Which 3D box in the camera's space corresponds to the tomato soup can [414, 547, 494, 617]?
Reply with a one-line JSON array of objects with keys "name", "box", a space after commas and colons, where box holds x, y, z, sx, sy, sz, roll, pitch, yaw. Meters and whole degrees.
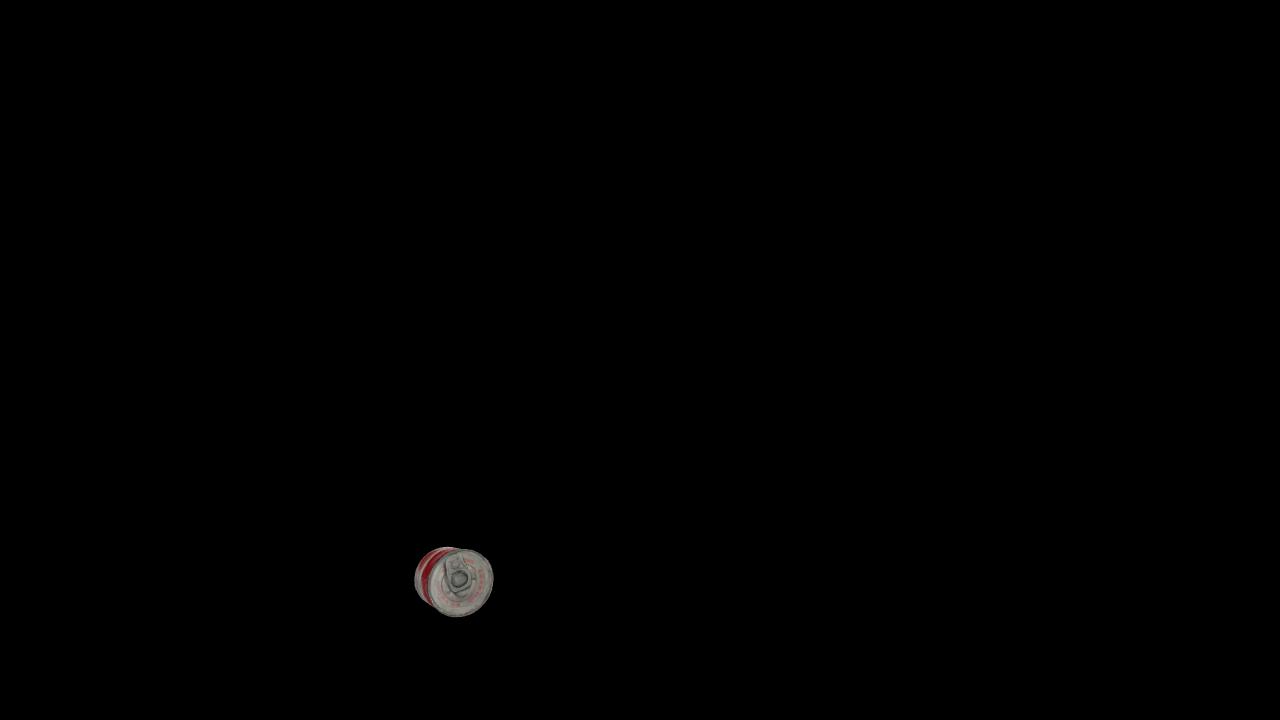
[{"name": "tomato soup can", "box": [-0.207, 0.242, 0.678, 0.068, 0.068, 0.101, 0, -14, -28]}]
